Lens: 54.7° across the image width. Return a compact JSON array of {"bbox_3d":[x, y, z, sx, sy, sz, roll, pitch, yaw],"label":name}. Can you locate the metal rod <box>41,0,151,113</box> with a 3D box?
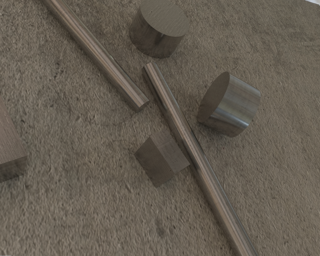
[{"bbox_3d":[-0.119,-0.141,0.426,0.300,0.025,0.025,50,51,7],"label":"metal rod"}]

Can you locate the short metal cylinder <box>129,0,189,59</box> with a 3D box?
[{"bbox_3d":[-0.002,-0.155,0.481,0.081,0.050,0.080,14,56,-21],"label":"short metal cylinder"}]

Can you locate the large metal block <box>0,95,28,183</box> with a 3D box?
[{"bbox_3d":[-0.179,0.014,0.283,0.081,0.050,0.080,-20,73,-36],"label":"large metal block"}]

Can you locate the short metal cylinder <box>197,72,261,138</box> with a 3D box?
[{"bbox_3d":[0.096,-0.033,0.440,0.050,0.080,0.080,27,52,-12],"label":"short metal cylinder"}]

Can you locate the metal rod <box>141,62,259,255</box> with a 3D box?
[{"bbox_3d":[0.048,0.041,0.404,0.025,0.025,0.299,-15,69,-34],"label":"metal rod"}]

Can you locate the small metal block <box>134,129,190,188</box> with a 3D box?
[{"bbox_3d":[0.001,0.037,0.366,0.025,0.050,0.050,-26,76,-37],"label":"small metal block"}]
